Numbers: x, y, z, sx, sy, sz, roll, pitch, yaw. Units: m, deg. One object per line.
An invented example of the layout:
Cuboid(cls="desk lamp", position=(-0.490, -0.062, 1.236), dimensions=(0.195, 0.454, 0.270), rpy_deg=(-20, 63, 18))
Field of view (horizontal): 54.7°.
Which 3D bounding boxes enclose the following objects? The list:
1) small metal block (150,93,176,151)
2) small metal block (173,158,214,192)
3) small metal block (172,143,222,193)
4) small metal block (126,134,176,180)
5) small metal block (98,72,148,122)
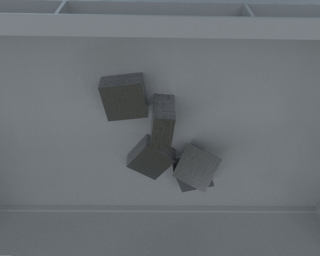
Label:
Cuboid(cls="small metal block", position=(0.003, -0.008, 0.386), dimensions=(0.025, 0.050, 0.050), rpy_deg=(4, 130, -4))
Cuboid(cls="small metal block", position=(0.051, 0.067, 0.467), dimensions=(0.050, 0.025, 0.050), rpy_deg=(-14, 129, 11))
Cuboid(cls="small metal block", position=(0.052, 0.054, 0.428), dimensions=(0.050, 0.025, 0.050), rpy_deg=(27, 92, 12))
Cuboid(cls="small metal block", position=(-0.013, 0.043, 0.445), dimensions=(0.050, 0.025, 0.050), rpy_deg=(29, 124, -23))
Cuboid(cls="small metal block", position=(-0.043, -0.037, 0.377), dimensions=(0.050, 0.025, 0.050), rpy_deg=(-6, 130, 4))
